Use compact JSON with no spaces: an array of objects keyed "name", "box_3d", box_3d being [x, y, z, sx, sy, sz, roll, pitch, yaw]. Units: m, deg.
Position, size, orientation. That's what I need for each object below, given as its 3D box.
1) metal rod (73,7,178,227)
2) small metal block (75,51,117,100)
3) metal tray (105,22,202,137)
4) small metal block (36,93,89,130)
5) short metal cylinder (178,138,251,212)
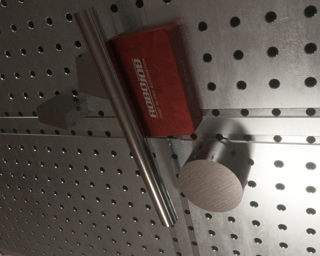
[{"name":"metal rod","box_3d":[-0.034,0.003,0.390,0.025,0.025,0.298,-7,116,31]},{"name":"small metal block","box_3d":[-0.081,-0.069,0.409,0.050,0.025,0.050,16,125,19]},{"name":"metal tray","box_3d":[-0.008,-0.053,0.378,0.090,0.030,0.129,-4,117,29]},{"name":"small metal block","box_3d":[-0.141,-0.025,0.452,0.050,0.050,0.025,14,124,20]},{"name":"short metal cylinder","box_3d":[0.070,0.060,0.394,0.080,0.050,0.079,13,124,20]}]
